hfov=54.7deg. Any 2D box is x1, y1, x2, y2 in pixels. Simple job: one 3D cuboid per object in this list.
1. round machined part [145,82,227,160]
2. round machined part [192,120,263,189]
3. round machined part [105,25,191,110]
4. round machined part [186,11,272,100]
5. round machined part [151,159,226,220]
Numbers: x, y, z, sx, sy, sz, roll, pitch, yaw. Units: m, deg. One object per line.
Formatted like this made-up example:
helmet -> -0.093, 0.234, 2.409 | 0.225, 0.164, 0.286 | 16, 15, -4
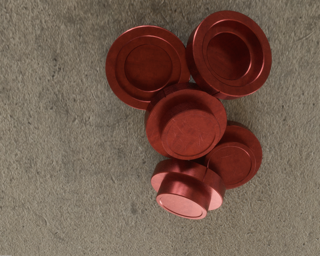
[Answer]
round machined part -> 0.032, -0.001, 0.367 | 0.099, 0.042, 0.097 | -5, 121, -7
round machined part -> 0.090, 0.042, 0.419 | 0.099, 0.042, 0.097 | 0, 110, -1
round machined part -> -0.013, -0.074, 0.375 | 0.099, 0.042, 0.097 | 0, 110, -1
round machined part -> 0.075, -0.080, 0.359 | 0.099, 0.042, 0.097 | 2, 83, -18
round machined part -> 0.033, 0.085, 0.407 | 0.098, 0.042, 0.097 | 16, 145, 11
